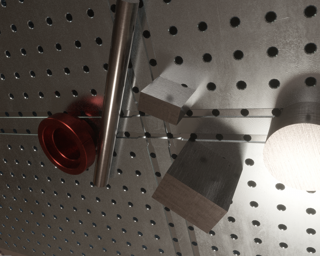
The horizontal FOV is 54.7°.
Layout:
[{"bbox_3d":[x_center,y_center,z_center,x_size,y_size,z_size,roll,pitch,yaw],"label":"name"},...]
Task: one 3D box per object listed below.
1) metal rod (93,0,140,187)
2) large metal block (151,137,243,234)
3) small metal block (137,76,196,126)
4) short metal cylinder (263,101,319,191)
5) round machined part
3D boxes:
[{"bbox_3d":[-0.067,-0.026,0.428,0.025,0.025,0.298,25,127,12],"label":"metal rod"},{"bbox_3d":[0.049,0.070,0.392,0.080,0.080,0.050,32,128,7],"label":"large metal block"},{"bbox_3d":[0.009,-0.034,0.369,0.050,0.050,0.025,23,127,14],"label":"small metal block"},{"bbox_3d":[0.154,0.019,0.325,0.080,0.050,0.079,13,124,20],"label":"short metal cylinder"},{"bbox_3d":[-0.137,0.020,0.478,0.098,0.042,0.097,16,124,25],"label":"round machined part"}]
